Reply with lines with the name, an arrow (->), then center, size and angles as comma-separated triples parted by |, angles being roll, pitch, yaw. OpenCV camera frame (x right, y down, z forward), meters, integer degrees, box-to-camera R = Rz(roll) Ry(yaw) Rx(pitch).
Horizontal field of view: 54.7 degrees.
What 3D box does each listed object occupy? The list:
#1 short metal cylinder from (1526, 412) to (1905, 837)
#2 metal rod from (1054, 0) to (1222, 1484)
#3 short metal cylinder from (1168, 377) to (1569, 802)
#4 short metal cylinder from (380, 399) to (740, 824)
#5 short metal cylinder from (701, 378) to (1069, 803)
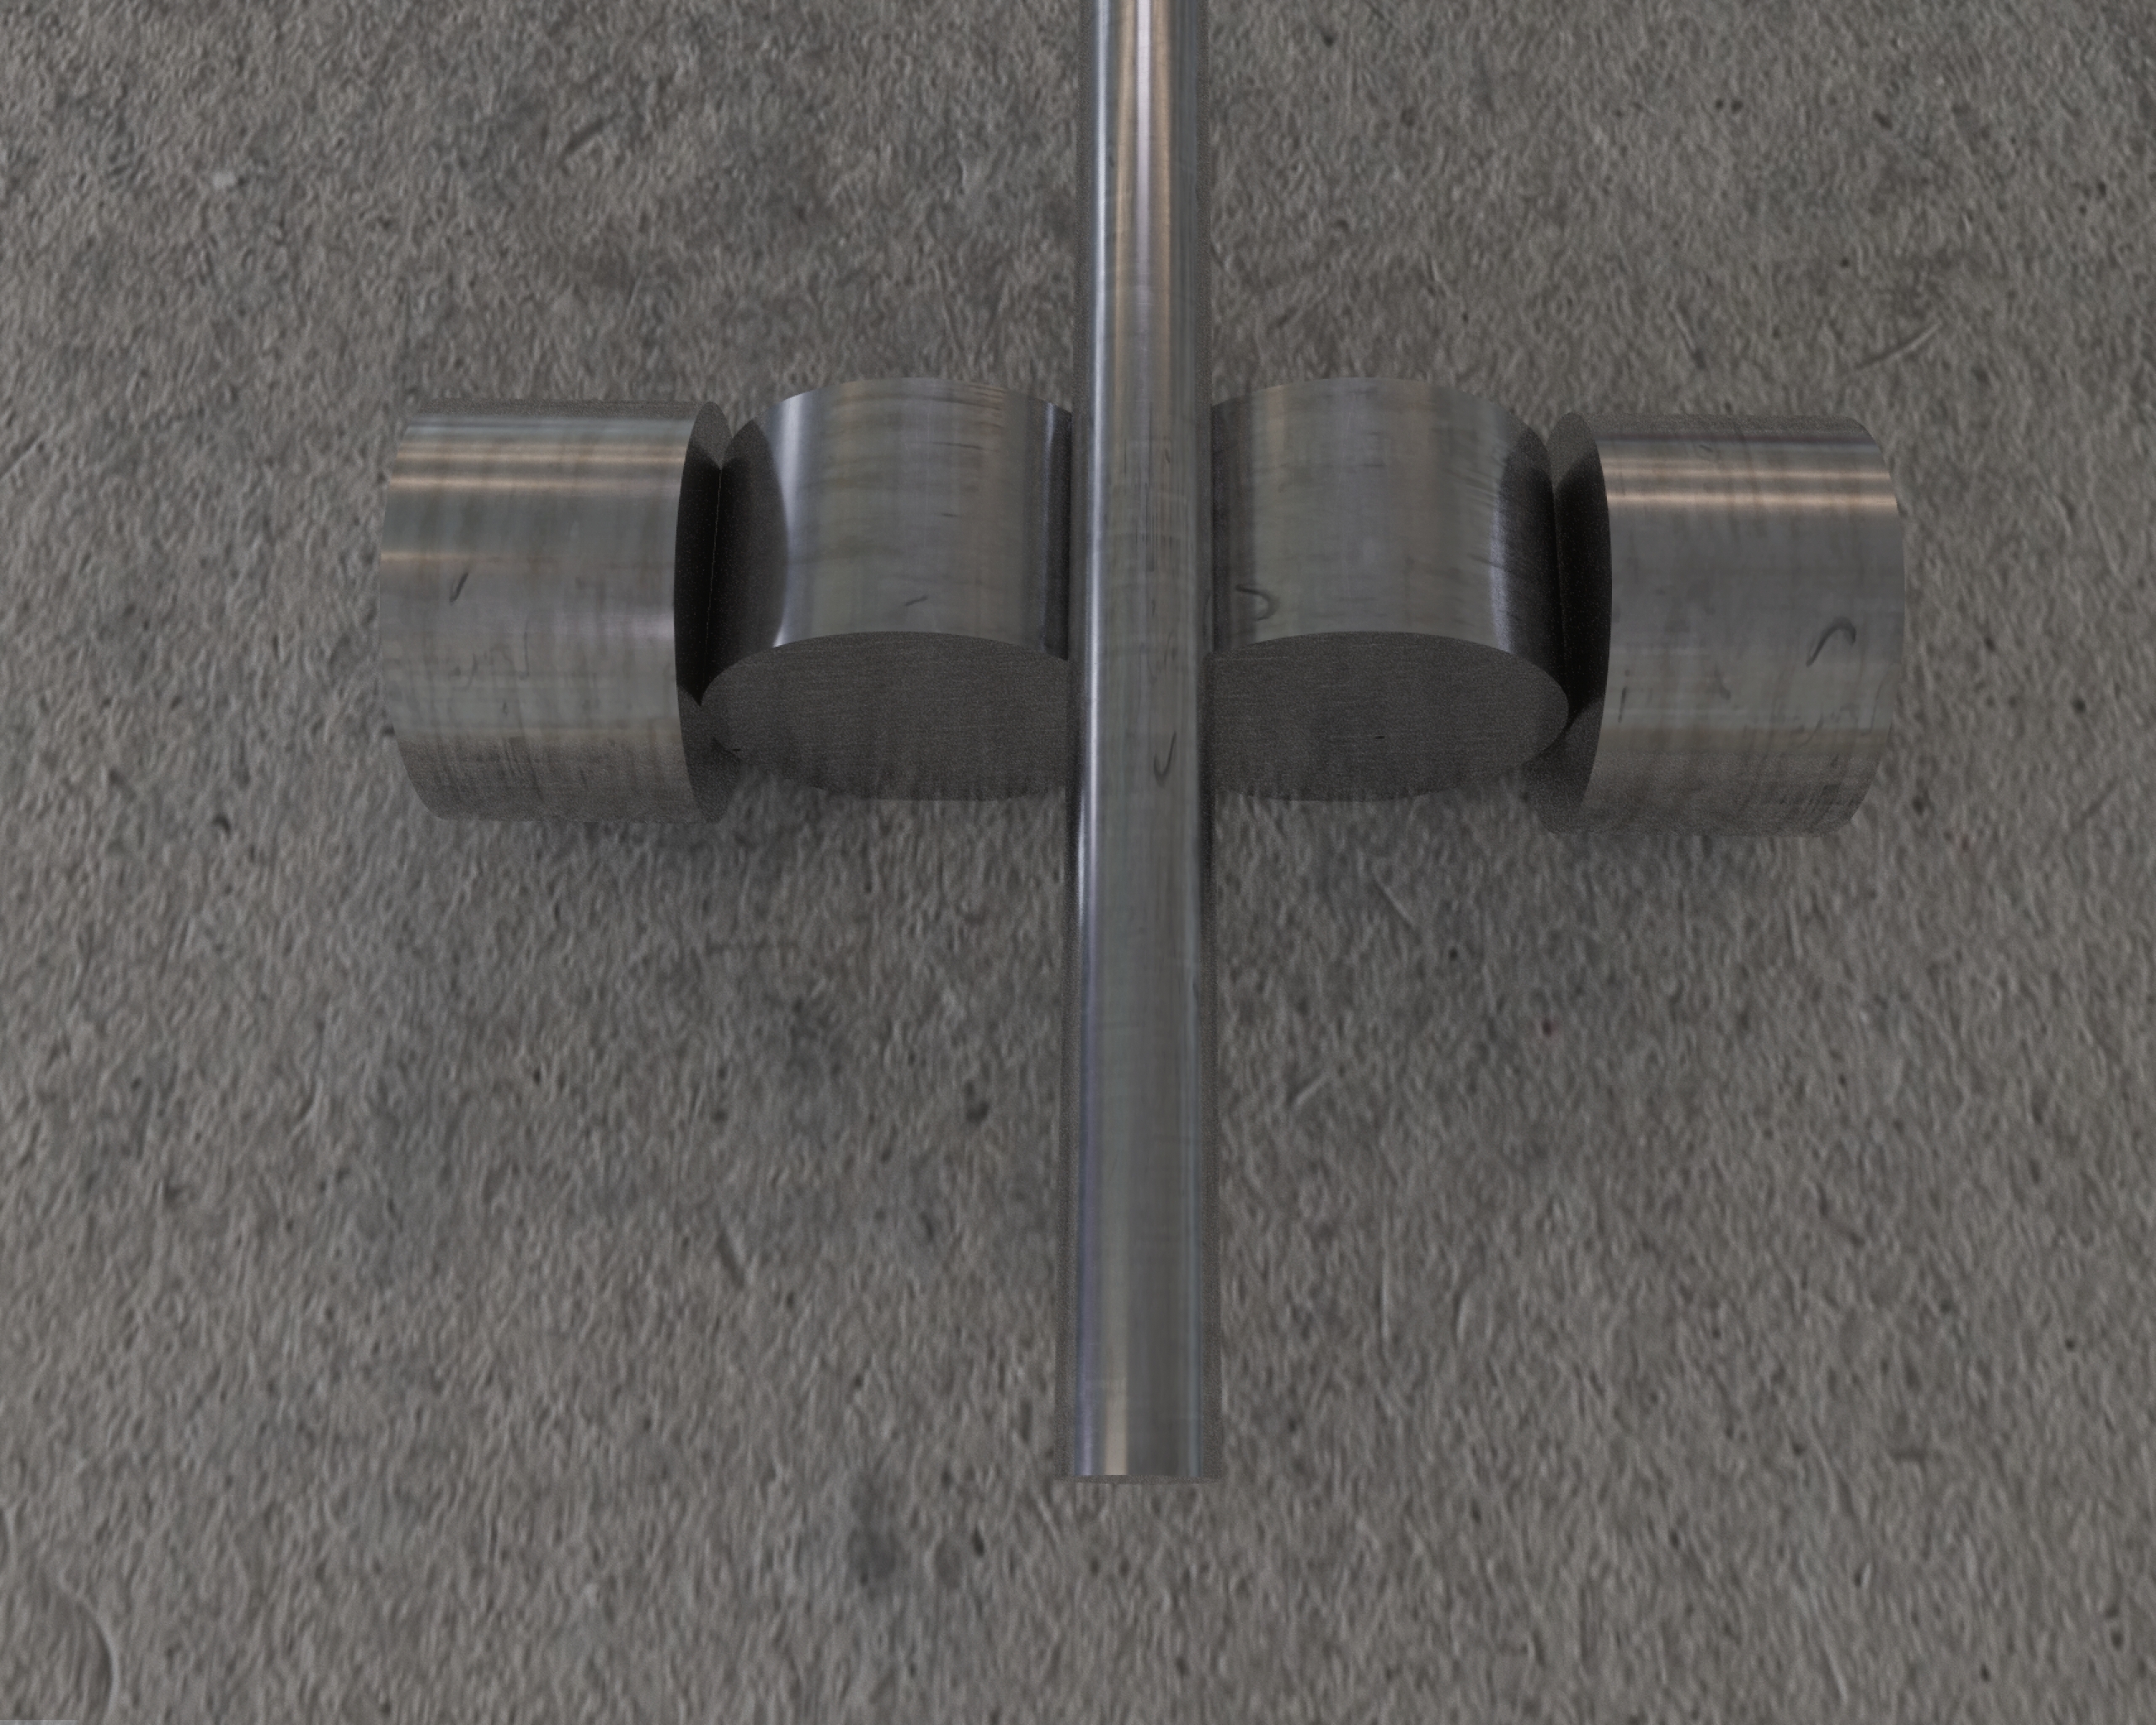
short metal cylinder -> 0.117, -0.045, 0.398 | 0.050, 0.080, 0.080 | 1, 70, 0
metal rod -> 0.011, -0.048, 0.362 | 0.025, 0.025, 0.299 | 1, 70, 0
short metal cylinder -> 0.051, -0.049, 0.398 | 0.080, 0.080, 0.050 | 1, 70, 0
short metal cylinder -> -0.094, -0.047, 0.397 | 0.050, 0.080, 0.080 | 1, 70, 0
short metal cylinder -> -0.029, -0.049, 0.398 | 0.080, 0.080, 0.050 | 1, 70, 0
